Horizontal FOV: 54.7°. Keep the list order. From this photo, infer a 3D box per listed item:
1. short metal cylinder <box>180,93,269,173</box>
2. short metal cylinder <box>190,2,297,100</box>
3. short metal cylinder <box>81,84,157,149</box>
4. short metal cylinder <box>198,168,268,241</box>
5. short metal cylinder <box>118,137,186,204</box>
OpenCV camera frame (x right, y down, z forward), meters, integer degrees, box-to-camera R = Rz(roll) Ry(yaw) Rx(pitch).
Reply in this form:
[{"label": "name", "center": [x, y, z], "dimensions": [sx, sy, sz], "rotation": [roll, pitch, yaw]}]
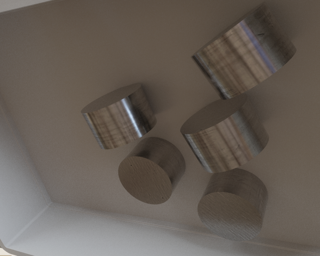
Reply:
[{"label": "short metal cylinder", "center": [0.070, 0.004, 0.338], "dimensions": [0.080, 0.080, 0.050], "rotation": [-22, 107, 36]}, {"label": "short metal cylinder", "center": [0.076, -0.071, 0.289], "dimensions": [0.080, 0.080, 0.050], "rotation": [-31, 102, 37]}, {"label": "short metal cylinder", "center": [-0.051, -0.016, 0.389], "dimensions": [0.080, 0.080, 0.050], "rotation": [-11, 113, 32]}, {"label": "short metal cylinder", "center": [0.095, 0.099, 0.403], "dimensions": [0.080, 0.050, 0.079], "rotation": [13, 124, 20]}, {"label": "short metal cylinder", "center": [-0.011, 0.059, 0.433], "dimensions": [0.080, 0.050, 0.079], "rotation": [13, 124, 20]}]
